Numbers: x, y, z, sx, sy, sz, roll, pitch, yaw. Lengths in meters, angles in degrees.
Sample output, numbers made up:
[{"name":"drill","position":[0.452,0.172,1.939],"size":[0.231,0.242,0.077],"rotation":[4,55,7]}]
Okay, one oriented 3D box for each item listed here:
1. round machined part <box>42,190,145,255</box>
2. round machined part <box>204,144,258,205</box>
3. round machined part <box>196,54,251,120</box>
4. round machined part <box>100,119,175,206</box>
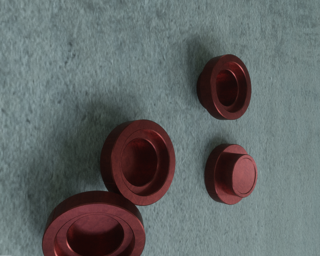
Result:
[{"name":"round machined part","position":[-0.066,0.105,0.320],"size":[0.099,0.042,0.097],"rotation":[-4,113,-9]},{"name":"round machined part","position":[0.120,0.075,0.497],"size":[0.099,0.042,0.097],"rotation":[0,90,-40]},{"name":"round machined part","position":[0.094,-0.061,0.475],"size":[0.099,0.042,0.097],"rotation":[0,90,-40]},{"name":"round machined part","position":[-0.030,0.040,0.366],"size":[0.099,0.042,0.097],"rotation":[6,82,-45]}]
